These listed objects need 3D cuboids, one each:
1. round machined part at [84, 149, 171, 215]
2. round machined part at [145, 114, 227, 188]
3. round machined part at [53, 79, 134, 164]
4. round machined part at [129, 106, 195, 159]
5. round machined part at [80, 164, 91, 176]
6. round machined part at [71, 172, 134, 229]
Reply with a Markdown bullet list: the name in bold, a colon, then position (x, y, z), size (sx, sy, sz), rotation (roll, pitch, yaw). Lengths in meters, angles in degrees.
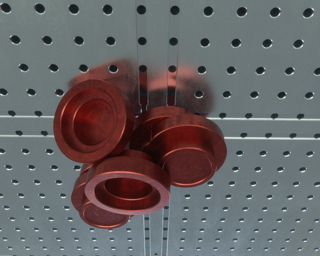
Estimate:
- **round machined part**: position (-0.036, 0.062, 0.368), size (0.098, 0.042, 0.098), rotation (2, 138, 2)
- **round machined part**: position (0.031, 0.034, 0.373), size (0.099, 0.042, 0.097), rotation (0, 130, 0)
- **round machined part**: position (-0.074, -0.005, 0.370), size (0.098, 0.098, 0.042), rotation (-22, 162, 17)
- **round machined part**: position (0.010, 0.023, 0.393), size (0.099, 0.042, 0.097), rotation (0, 130, 0)
- **round machined part**: position (-0.067, 0.083, 0.443), size (0.099, 0.042, 0.097), rotation (0, 130, 0)
- **round machined part**: position (-0.074, 0.105, 0.433), size (0.099, 0.042, 0.097), rotation (0, 130, 0)
